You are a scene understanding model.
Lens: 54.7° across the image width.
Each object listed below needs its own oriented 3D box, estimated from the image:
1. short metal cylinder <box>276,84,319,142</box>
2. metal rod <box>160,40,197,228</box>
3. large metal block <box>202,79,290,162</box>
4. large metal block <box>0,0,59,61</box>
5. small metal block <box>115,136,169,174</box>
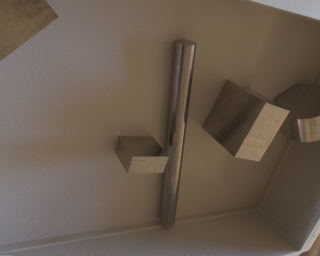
[{"bbox_3d":[0.227,-0.024,0.486,0.080,0.080,0.050,-32,129,-8],"label":"short metal cylinder"},{"bbox_3d":[0.022,0.028,0.439,0.025,0.025,0.298,-10,123,-23],"label":"metal rod"},{"bbox_3d":[0.116,-0.011,0.432,0.050,0.080,0.079,12,112,-34],"label":"large metal block"},{"bbox_3d":[-0.135,-0.092,0.243,0.080,0.080,0.050,-38,130,-3],"label":"large metal block"},{"bbox_3d":[-0.025,0.034,0.401,0.050,0.050,0.025,3,117,-30],"label":"small metal block"}]
